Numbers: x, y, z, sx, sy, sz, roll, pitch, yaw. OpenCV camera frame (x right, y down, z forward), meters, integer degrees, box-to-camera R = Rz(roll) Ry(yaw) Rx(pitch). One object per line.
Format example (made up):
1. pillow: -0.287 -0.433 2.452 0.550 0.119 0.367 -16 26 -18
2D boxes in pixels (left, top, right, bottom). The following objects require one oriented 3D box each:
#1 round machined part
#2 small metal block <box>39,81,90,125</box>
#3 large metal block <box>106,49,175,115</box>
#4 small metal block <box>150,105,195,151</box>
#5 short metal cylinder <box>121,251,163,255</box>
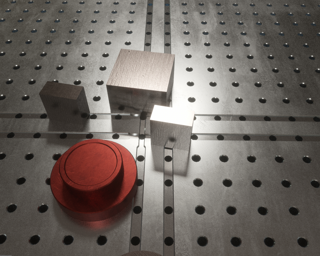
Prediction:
1. round machined part: -0.075 0.051 0.353 0.099 0.042 0.098 0 50 0
2. small metal block: -0.127 -0.033 0.417 0.050 0.050 0.025 9 51 7
3. large metal block: -0.025 -0.066 0.447 0.080 0.050 0.080 8 50 6
4. small metal block: 0.015 0.001 0.391 0.050 0.050 0.025 9 51 7
5. short metal cylinder: -0.016 0.153 0.263 0.081 0.050 0.080 0 50 0
